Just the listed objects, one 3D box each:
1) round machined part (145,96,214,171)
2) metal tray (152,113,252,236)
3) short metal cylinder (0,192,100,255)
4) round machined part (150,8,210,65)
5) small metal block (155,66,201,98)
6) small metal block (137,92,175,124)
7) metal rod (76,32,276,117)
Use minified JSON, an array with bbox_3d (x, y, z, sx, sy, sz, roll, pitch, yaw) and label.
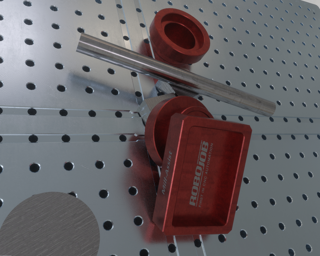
[{"bbox_3d":[0.034,0.008,0.386,0.099,0.042,0.097,2,86,-34],"label":"round machined part"},{"bbox_3d":[0.048,0.053,0.351,0.091,0.030,0.129,8,96,-25],"label":"metal tray"},{"bbox_3d":[-0.100,0.103,0.275,0.081,0.050,0.080,14,56,-21],"label":"short metal cylinder"},{"bbox_3d":[0.028,-0.141,0.498,0.099,0.042,0.098,14,56,-21],"label":"round machined part"},{"bbox_3d":[0.030,-0.059,0.460,0.050,0.025,0.050,-29,78,-37],"label":"small metal block"},{"bbox_3d":[0.005,-0.017,0.421,0.050,0.025,0.050,-17,71,-35],"label":"small metal block"},{"bbox_3d":[0.036,-0.068,0.436,0.302,0.025,0.025,16,55,-19],"label":"metal rod"}]
